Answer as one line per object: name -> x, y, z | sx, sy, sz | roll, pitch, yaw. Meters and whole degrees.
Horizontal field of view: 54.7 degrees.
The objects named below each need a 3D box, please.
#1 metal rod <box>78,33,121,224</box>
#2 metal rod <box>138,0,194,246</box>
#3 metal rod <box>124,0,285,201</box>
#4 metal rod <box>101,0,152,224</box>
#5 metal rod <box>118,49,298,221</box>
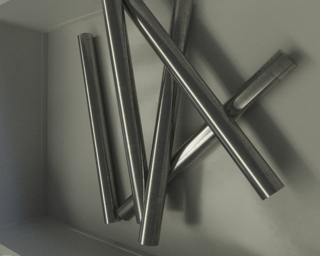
metal rod -> -0.096, -0.005, 0.486 | 0.025, 0.025, 0.298 | -17, 79, 39
metal rod -> 0.008, -0.011, 0.376 | 0.025, 0.025, 0.298 | 6, 86, 40
metal rod -> 0.030, -0.056, 0.342 | 0.025, 0.025, 0.299 | -45, 67, 31
metal rod -> -0.039, -0.029, 0.381 | 0.025, 0.025, 0.298 | -4, 97, 40
metal rod -> 0.038, 0.027, 0.375 | 0.299, 0.025, 0.025 | -47, 62, 29
